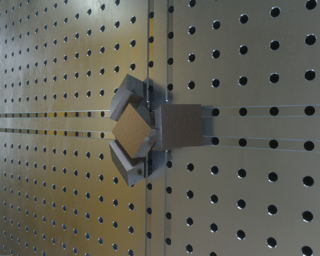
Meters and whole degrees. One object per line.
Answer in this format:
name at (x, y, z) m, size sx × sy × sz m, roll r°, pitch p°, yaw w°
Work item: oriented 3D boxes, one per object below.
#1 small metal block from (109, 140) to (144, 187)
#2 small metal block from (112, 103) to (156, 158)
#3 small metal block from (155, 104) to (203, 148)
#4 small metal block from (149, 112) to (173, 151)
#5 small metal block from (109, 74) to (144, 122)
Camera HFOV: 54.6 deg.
small metal block at (-0.046, 0.046, 0.432) m, size 0.050 × 0.025 × 0.050 m, roll 53°, pitch 158°, yaw 27°
small metal block at (-0.029, 0.003, 0.402) m, size 0.050 × 0.025 × 0.050 m, roll 49°, pitch 118°, yaw 28°
small metal block at (0.022, -0.002, 0.372) m, size 0.025 × 0.050 × 0.050 m, roll 172°, pitch 96°, yaw -72°
small metal block at (-0.010, 0.003, 0.419) m, size 0.050 × 0.025 × 0.050 m, roll 2°, pitch 94°, yaw 40°
small metal block at (-0.047, -0.040, 0.433) m, size 0.050 × 0.025 × 0.050 m, roll -54°, pitch 23°, yaw 26°
